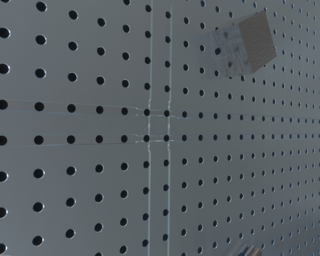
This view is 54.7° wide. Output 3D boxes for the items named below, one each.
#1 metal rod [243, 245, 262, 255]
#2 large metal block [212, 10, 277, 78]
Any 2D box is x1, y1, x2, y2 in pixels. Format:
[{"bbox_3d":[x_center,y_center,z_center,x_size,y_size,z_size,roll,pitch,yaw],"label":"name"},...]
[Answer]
[{"bbox_3d":[0.070,0.293,0.467,0.302,0.025,0.025,-36,113,-34],"label":"metal rod"},{"bbox_3d":[0.141,-0.138,0.510,0.081,0.050,0.080,-35,112,-34],"label":"large metal block"}]
